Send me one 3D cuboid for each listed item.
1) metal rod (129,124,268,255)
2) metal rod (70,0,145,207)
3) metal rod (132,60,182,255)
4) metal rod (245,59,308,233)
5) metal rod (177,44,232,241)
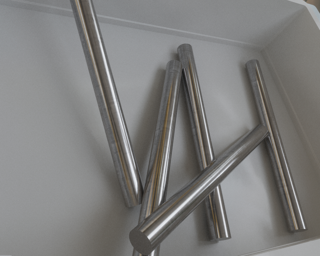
[{"bbox_3d":[0.071,0.052,0.377,0.025,0.025,0.302,53,40,9],"label":"metal rod"},{"bbox_3d":[-0.066,-0.059,0.352,0.025,0.025,0.298,-13,86,-34],"label":"metal rod"},{"bbox_3d":[0.004,0.017,0.380,0.025,0.025,0.300,23,48,-15],"label":"metal rod"},{"bbox_3d":[0.180,0.011,0.498,0.025,0.025,0.299,10,57,-23],"label":"metal rod"},{"bbox_3d":[0.056,0.001,0.437,0.025,0.025,0.299,8,58,-25],"label":"metal rod"}]
